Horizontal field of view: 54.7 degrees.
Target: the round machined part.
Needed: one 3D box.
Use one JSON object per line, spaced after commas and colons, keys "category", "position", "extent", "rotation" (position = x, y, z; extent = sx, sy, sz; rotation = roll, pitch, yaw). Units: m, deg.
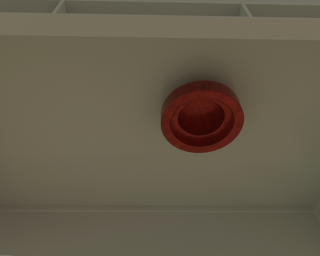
{"category": "round machined part", "position": [0.050, -0.018, 0.384], "extent": [0.099, 0.042, 0.097], "rotation": [-1, 130, 0]}
